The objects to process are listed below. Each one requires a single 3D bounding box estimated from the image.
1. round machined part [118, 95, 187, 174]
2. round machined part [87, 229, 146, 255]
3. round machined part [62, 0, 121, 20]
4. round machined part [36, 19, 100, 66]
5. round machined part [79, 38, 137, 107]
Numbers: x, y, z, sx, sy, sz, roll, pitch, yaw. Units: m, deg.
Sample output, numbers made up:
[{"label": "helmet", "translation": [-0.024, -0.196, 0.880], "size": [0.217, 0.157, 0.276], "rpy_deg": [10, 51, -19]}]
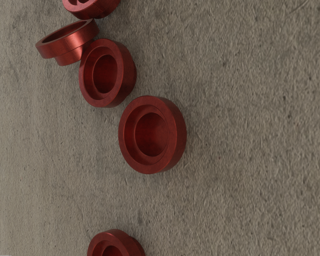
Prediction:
[{"label": "round machined part", "translation": [-0.005, 0.008, 0.398], "size": [0.098, 0.042, 0.097], "rpy_deg": [0, 90, 40]}, {"label": "round machined part", "translation": [-0.057, 0.193, 0.441], "size": [0.098, 0.042, 0.097], "rpy_deg": [0, 90, 40]}, {"label": "round machined part", "translation": [-0.094, -0.203, 0.460], "size": [0.098, 0.042, 0.098], "rpy_deg": [-11, 68, 28]}, {"label": "round machined part", "translation": [-0.139, -0.132, 0.485], "size": [0.098, 0.098, 0.042], "rpy_deg": [5, 131, 40]}, {"label": "round machined part", "translation": [-0.072, -0.078, 0.454], "size": [0.098, 0.042, 0.097], "rpy_deg": [0, 90, 40]}]
